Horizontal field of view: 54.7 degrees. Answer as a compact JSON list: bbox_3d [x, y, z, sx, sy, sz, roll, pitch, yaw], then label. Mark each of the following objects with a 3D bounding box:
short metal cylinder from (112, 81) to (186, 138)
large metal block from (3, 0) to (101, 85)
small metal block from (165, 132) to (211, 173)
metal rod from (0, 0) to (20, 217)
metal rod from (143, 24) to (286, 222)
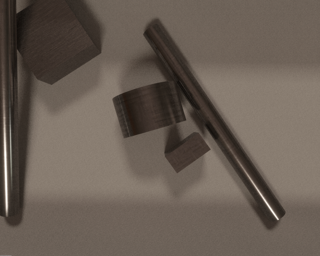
[{"bbox_3d":[-0.013,-0.022,0.384,0.080,0.080,0.050,-16,90,0],"label":"short metal cylinder"},{"bbox_3d":[-0.136,-0.113,0.397,0.080,0.050,0.080,-33,90,0],"label":"large metal block"},{"bbox_3d":[0.034,0.030,0.399,0.050,0.050,0.025,-35,90,0],"label":"small metal block"},{"bbox_3d":[-0.186,-0.033,0.375,0.025,0.025,0.298,5,103,-1],"label":"metal rod"},{"bbox_3d":[0.072,-0.007,0.412,0.025,0.025,0.299,-34,90,0],"label":"metal rod"}]
